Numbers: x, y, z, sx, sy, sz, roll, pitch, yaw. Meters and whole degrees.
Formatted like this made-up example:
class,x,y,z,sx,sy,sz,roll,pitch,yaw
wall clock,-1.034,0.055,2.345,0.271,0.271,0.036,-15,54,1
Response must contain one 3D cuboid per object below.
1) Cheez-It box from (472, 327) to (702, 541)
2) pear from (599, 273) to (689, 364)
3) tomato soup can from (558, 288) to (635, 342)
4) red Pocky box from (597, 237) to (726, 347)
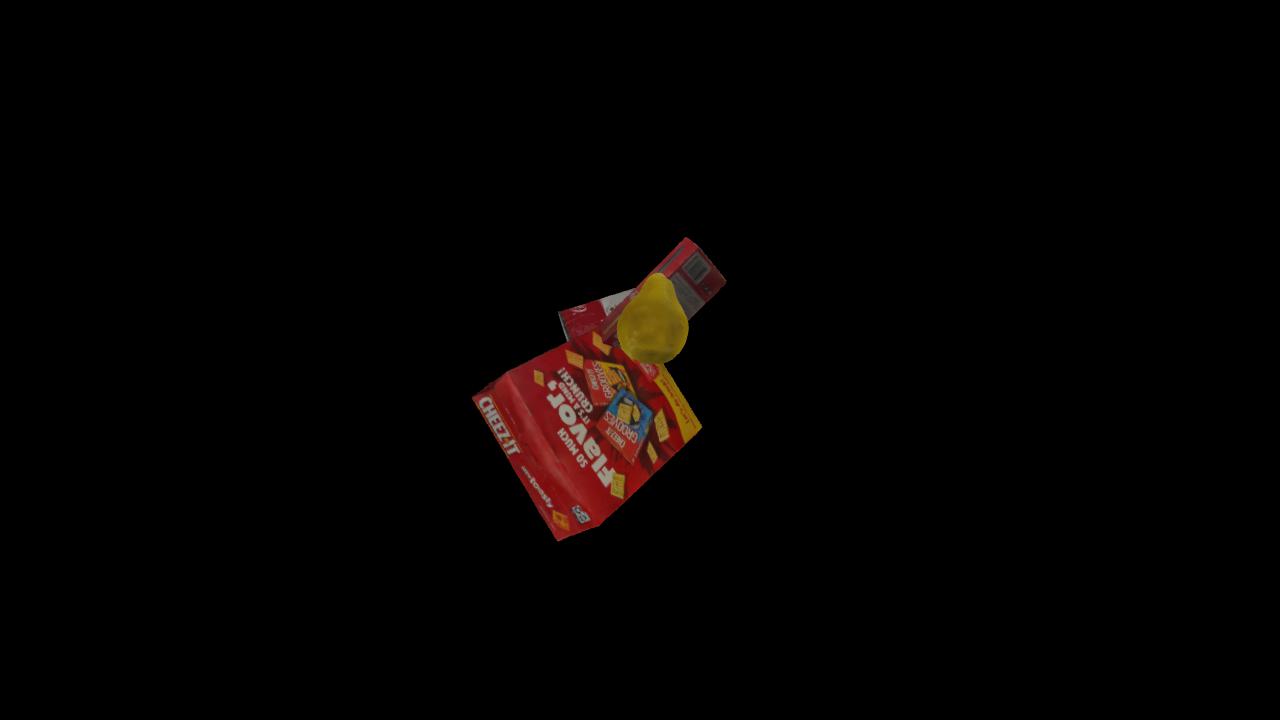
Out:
class,x,y,z,sx,sy,sz,roll,pitch,yaw
Cheez-It box,-0.044,0.058,0.652,0.071,0.166,0.223,-30,2,37
pear,0.014,-0.054,0.651,0.080,0.111,0.080,2,-25,1
tomato soup can,-0.037,-0.040,0.716,0.101,0.068,0.068,-18,2,-7
red Pocky box,0.021,-0.057,0.686,0.028,0.155,0.083,49,7,36
